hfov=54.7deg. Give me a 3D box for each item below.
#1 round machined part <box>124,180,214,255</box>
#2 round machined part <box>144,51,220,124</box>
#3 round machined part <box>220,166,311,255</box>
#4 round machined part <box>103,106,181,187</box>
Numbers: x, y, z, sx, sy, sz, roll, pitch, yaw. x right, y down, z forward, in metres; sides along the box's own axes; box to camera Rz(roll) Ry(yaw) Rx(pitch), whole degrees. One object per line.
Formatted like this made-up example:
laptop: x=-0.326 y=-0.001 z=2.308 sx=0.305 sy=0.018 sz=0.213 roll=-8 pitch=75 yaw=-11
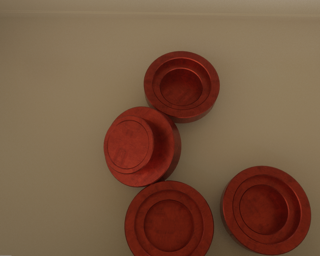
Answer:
round machined part: x=0.010 y=0.113 z=0.359 sx=0.099 sy=0.042 sz=0.098 roll=0 pitch=70 yaw=0
round machined part: x=0.028 y=-0.051 z=0.419 sx=0.099 sy=0.042 sz=0.098 roll=0 pitch=70 yaw=0
round machined part: x=0.120 y=0.097 z=0.366 sx=0.099 sy=0.042 sz=0.098 roll=0 pitch=70 yaw=0
round machined part: x=-0.028 y=0.021 z=0.371 sx=0.098 sy=0.042 sz=0.098 roll=-5 pitch=79 yaw=27
